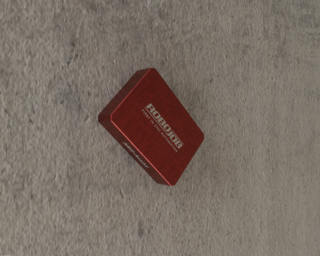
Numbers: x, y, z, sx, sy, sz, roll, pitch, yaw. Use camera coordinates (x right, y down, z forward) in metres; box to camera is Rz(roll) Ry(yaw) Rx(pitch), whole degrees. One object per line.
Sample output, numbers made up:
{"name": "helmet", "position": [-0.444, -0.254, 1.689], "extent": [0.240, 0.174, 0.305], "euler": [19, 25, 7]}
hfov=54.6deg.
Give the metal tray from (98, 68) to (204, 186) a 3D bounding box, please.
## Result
{"name": "metal tray", "position": [-0.005, 0.000, 0.396], "extent": [0.130, 0.030, 0.090], "euler": [51, 60, -28]}
